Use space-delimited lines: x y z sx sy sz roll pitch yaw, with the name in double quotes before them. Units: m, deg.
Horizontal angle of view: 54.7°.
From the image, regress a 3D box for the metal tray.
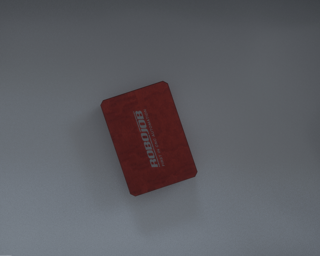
"metal tray" -0.014 0.013 0.409 0.090 0.030 0.129 -18 90 -1
